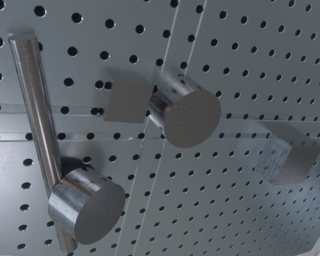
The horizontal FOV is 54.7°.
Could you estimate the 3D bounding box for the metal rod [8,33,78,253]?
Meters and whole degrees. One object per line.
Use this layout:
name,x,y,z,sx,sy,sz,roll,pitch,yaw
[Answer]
metal rod,-0.129,0.042,0.366,0.025,0.025,0.298,-13,124,-21

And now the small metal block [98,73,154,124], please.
small metal block,-0.041,-0.034,0.368,0.050,0.025,0.050,4,117,-30

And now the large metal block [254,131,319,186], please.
large metal block,0.228,0.054,0.553,0.081,0.050,0.079,1,118,-29

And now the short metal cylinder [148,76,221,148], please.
short metal cylinder,0.031,-0.021,0.399,0.081,0.050,0.079,-14,124,-21

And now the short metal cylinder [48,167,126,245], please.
short metal cylinder,-0.089,0.096,0.386,0.081,0.050,0.079,-33,135,-41
